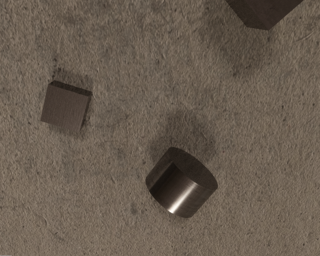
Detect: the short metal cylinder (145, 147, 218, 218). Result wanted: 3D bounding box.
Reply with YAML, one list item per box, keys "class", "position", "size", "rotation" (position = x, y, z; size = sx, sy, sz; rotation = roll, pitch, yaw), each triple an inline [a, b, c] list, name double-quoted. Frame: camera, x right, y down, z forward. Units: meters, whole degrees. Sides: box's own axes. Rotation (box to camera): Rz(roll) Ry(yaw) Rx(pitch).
- class: "short metal cylinder"
  position: [0.028, 0.070, 0.407]
  size: [0.080, 0.080, 0.050]
  rotation: [33, 107, -12]

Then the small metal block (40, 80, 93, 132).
- class: "small metal block"
  position: [-0.120, -0.028, 0.398]
  size: [0.050, 0.025, 0.050]
  rotation: [17, 109, -7]

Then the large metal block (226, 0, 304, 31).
- class: "large metal block"
  position: [0.098, -0.153, 0.326]
  size: [0.050, 0.080, 0.080]
  rotation: [-41, 105, 13]
